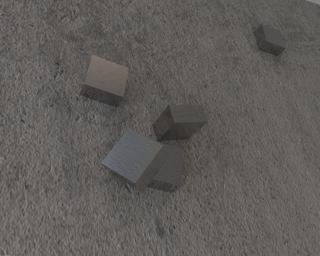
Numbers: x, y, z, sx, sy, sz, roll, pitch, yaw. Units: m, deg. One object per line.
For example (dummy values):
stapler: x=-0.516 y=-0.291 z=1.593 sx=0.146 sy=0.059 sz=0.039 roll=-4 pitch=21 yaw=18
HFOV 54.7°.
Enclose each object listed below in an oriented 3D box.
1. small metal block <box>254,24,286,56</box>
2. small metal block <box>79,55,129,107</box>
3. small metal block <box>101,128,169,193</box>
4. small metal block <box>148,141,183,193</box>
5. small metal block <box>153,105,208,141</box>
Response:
small metal block: x=0.225 y=-0.180 z=0.634 sx=0.050 sy=0.025 sz=0.050 roll=11 pitch=57 yaw=-22
small metal block: x=-0.072 y=-0.061 z=0.402 sx=0.050 sy=0.025 sz=0.050 roll=18 pitch=55 yaw=-18
small metal block: x=-0.027 y=0.035 z=0.343 sx=0.050 sy=0.025 sz=0.050 roll=25 pitch=67 yaw=30
small metal block: x=-0.001 y=0.046 z=0.375 sx=0.050 sy=0.025 sz=0.050 roll=18 pitch=55 yaw=-18
small metal block: x=0.026 y=-0.006 z=0.405 sx=0.050 sy=0.050 sz=0.025 roll=-3 pitch=63 yaw=-30
